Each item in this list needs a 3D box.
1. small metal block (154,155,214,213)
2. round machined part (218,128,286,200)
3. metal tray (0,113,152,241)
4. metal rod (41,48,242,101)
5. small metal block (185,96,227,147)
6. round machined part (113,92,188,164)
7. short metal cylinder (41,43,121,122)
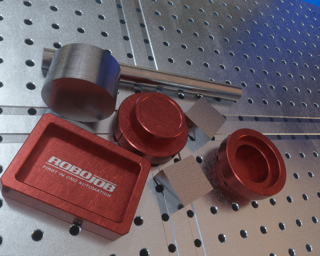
[{"bbox_3d":[0.029,0.068,0.382,0.050,0.025,0.050,-21,73,-36],"label":"small metal block"},{"bbox_3d":[0.122,0.053,0.430,0.099,0.042,0.098,14,56,-21],"label":"round machined part"},{"bbox_3d":[-0.083,0.051,0.328,0.131,0.030,0.090,27,53,-11],"label":"metal tray"},{"bbox_3d":[-0.009,-0.072,0.446,0.302,0.025,0.025,6,59,-25],"label":"metal rod"},{"bbox_3d":[0.060,-0.010,0.447,0.050,0.025,0.050,44,51,2],"label":"small metal block"},{"bbox_3d":[-0.007,-0.007,0.397,0.099,0.042,0.098,14,53,-20],"label":"round machined part"},{"bbox_3d":[-0.088,-0.050,0.355,0.081,0.080,0.050,16,55,-19],"label":"short metal cylinder"}]
